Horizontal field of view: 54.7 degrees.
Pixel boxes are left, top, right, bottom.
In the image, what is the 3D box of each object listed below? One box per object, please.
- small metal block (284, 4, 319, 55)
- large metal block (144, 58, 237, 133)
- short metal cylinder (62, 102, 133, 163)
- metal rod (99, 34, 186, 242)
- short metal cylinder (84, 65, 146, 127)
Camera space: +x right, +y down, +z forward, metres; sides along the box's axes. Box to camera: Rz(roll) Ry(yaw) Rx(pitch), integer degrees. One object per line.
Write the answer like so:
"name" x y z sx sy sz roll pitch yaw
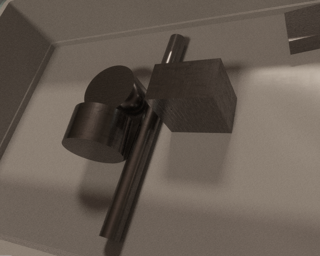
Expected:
"small metal block" 0.185 -0.123 0.384 0.050 0.025 0.050 -8 58 23
"large metal block" 0.040 -0.035 0.370 0.080 0.080 0.050 1 62 28
"short metal cylinder" -0.080 0.008 0.406 0.080 0.080 0.050 -1 62 27
"metal rod" -0.015 -0.004 0.414 0.025 0.025 0.300 4 64 30
"short metal cylinder" -0.060 -0.043 0.446 0.080 0.050 0.080 -13 56 20
